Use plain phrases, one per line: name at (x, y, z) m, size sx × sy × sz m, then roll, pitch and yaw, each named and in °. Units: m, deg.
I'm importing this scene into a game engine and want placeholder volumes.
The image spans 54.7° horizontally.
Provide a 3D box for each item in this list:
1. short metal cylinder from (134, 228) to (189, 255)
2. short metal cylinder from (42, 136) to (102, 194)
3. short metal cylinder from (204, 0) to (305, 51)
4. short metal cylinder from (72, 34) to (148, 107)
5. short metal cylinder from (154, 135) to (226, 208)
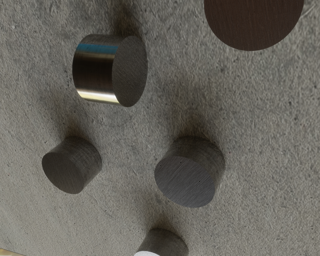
short metal cylinder at (0.002, 0.218, 0.524) m, size 0.080 × 0.050 × 0.079 m, roll 13°, pitch 124°, yaw 21°
short metal cylinder at (-0.142, 0.060, 0.503) m, size 0.080 × 0.050 × 0.079 m, roll 13°, pitch 124°, yaw 21°
short metal cylinder at (0.085, -0.115, 0.275) m, size 0.080 × 0.050 × 0.079 m, roll 13°, pitch 124°, yaw 21°
short metal cylinder at (-0.055, -0.067, 0.359) m, size 0.050 × 0.080 × 0.079 m, roll 10°, pitch 123°, yaw 23°
short metal cylinder at (0.040, 0.057, 0.405) m, size 0.080 × 0.050 × 0.079 m, roll 13°, pitch 124°, yaw 21°
